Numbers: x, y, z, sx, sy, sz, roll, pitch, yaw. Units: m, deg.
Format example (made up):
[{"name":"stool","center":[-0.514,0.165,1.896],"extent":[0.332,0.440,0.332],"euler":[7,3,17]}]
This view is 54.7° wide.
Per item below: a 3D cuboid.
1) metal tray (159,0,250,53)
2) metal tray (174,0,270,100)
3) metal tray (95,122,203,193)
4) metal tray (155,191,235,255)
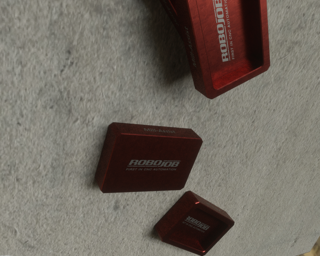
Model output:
[{"name":"metal tray","center":[0.043,-0.157,0.330],"extent":[0.090,0.030,0.130],"euler":[-41,130,-1]},{"name":"metal tray","center":[0.072,-0.106,0.339],"extent":[0.090,0.030,0.129],"euler":[-28,128,-11]},{"name":"metal tray","center":[-0.014,0.043,0.424],"extent":[0.131,0.030,0.089],"euler":[5,116,-31]},{"name":"metal tray","center":[0.064,0.172,0.547],"extent":[0.090,0.030,0.130],"euler":[-49,129,6]}]
